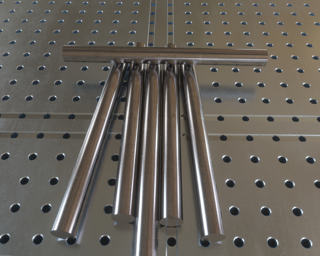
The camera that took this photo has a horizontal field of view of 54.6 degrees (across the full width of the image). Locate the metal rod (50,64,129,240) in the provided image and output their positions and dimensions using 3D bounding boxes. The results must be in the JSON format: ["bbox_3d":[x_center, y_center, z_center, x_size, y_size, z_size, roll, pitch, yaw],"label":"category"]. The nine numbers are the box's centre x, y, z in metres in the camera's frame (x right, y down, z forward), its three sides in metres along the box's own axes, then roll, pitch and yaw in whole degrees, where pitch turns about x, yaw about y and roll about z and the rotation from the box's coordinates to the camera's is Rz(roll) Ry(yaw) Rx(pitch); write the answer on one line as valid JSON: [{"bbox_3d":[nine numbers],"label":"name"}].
[{"bbox_3d":[-0.079,-0.005,0.410,0.025,0.025,0.300,6,50,5],"label":"metal rod"}]

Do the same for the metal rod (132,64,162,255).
[{"bbox_3d":[-0.012,0.024,0.388,0.025,0.025,0.300,1,50,1],"label":"metal rod"}]

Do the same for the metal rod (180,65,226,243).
[{"bbox_3d":[0.048,-0.003,0.411,0.025,0.025,0.300,-2,50,-1],"label":"metal rod"}]

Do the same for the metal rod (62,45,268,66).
[{"bbox_3d":[0.007,-0.109,0.467,0.302,0.025,0.025,1,50,1],"label":"metal rod"}]

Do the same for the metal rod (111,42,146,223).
[{"bbox_3d":[-0.037,-0.019,0.424,0.025,0.025,0.300,1,50,1],"label":"metal rod"}]

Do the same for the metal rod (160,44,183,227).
[{"bbox_3d":[0.015,-0.016,0.423,0.025,0.025,0.300,1,50,1],"label":"metal rod"}]
